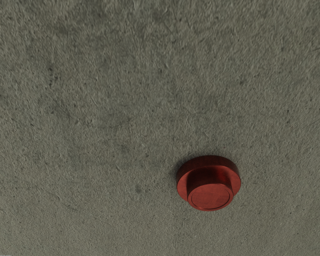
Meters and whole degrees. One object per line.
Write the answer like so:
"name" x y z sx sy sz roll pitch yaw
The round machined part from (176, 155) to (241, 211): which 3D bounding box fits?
"round machined part" 0.074 0.090 0.473 0.099 0.042 0.097 0 130 0
